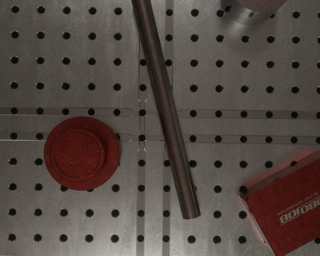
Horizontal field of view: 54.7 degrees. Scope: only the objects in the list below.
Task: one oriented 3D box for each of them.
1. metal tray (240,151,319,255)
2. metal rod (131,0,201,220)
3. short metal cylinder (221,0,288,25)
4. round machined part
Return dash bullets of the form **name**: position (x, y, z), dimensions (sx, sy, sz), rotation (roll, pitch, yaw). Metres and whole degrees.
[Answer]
- **metal tray**: position (0.187, 0.099, 0.414), dimensions (0.130, 0.030, 0.090), rotation (-28, 90, -1)
- **metal rod**: position (0.008, -0.028, 0.413), dimensions (0.025, 0.025, 0.298), rotation (-13, 90, 0)
- **short metal cylinder**: position (0.124, -0.181, 0.402), dimensions (0.081, 0.050, 0.079), rotation (0, 90, -1)
- **round machined part**: position (-0.103, 0.033, 0.404), dimensions (0.099, 0.042, 0.097), rotation (0, 90, -1)
